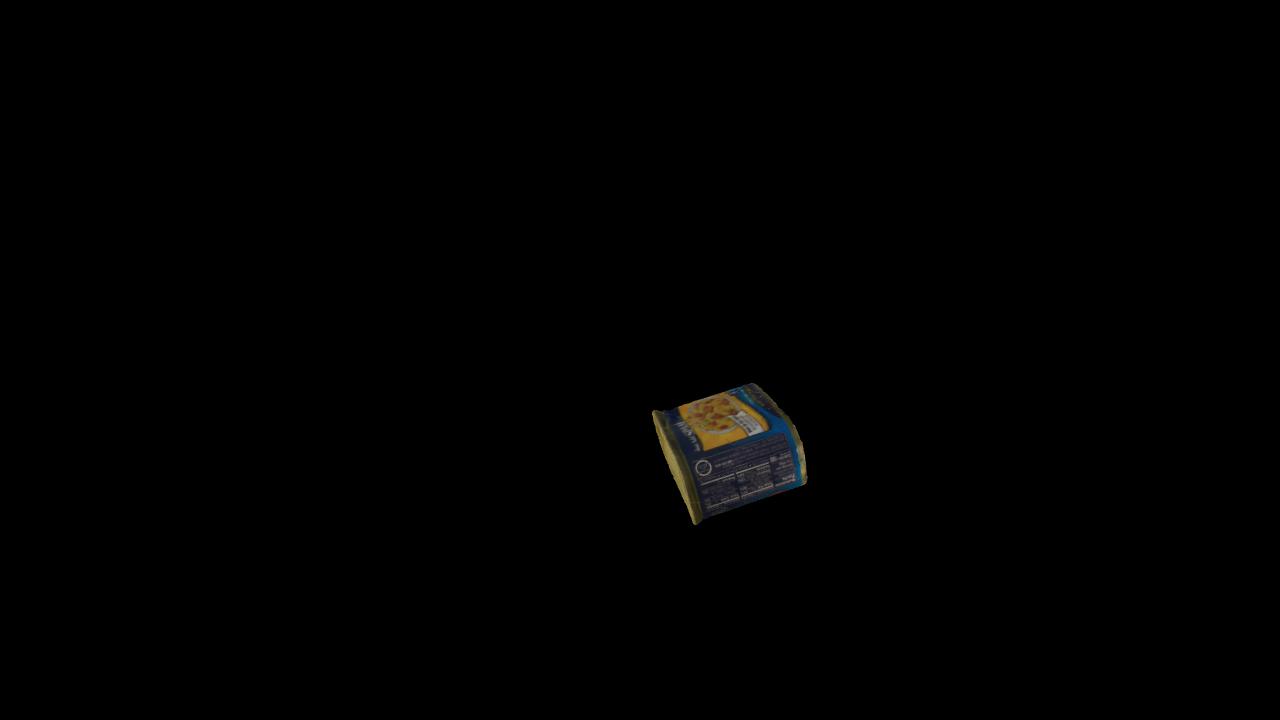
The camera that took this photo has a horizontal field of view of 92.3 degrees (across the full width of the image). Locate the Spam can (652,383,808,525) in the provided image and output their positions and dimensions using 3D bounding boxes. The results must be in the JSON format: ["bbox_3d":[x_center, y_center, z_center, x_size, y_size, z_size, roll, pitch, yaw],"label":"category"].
[{"bbox_3d":[0.063,0.064,0.452,0.085,0.058,0.101,-18,22,-4],"label":"Spam can"}]
